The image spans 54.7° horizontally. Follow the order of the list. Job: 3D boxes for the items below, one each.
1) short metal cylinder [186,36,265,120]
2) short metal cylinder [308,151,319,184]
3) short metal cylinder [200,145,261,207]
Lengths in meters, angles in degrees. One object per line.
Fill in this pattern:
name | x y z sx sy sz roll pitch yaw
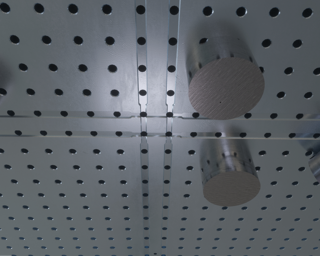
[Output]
short metal cylinder | 0.070 -0.055 0.349 0.081 0.050 0.079 0 130 0
short metal cylinder | 0.256 0.059 0.428 0.080 0.080 0.050 26 126 -20
short metal cylinder | 0.101 0.071 0.457 0.081 0.050 0.079 0 130 0
